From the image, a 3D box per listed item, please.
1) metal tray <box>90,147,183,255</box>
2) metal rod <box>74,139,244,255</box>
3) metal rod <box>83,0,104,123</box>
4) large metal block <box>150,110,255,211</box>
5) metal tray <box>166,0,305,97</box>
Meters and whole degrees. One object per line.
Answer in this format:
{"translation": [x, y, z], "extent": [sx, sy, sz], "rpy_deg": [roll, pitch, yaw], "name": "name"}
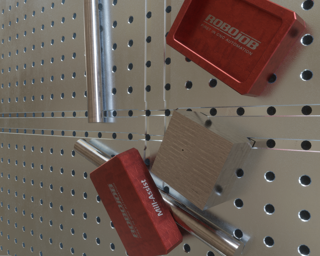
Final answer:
{"translation": [-0.035, 0.100, 0.403], "extent": [0.090, 0.030, 0.130], "rpy_deg": [-34, 81, 47], "name": "metal tray"}
{"translation": [-0.024, 0.083, 0.426], "extent": [0.300, 0.025, 0.025], "rpy_deg": [26, 106, 36], "name": "metal rod"}
{"translation": [-0.109, -0.157, 0.496], "extent": [0.025, 0.025, 0.298], "rpy_deg": [-5, 87, 39], "name": "metal rod"}
{"translation": [0.046, 0.033, 0.354], "extent": [0.080, 0.050, 0.079], "rpy_deg": [32, 110, 35], "name": "large metal block"}
{"translation": [0.075, -0.105, 0.342], "extent": [0.130, 0.030, 0.089], "rpy_deg": [43, 115, 31], "name": "metal tray"}
